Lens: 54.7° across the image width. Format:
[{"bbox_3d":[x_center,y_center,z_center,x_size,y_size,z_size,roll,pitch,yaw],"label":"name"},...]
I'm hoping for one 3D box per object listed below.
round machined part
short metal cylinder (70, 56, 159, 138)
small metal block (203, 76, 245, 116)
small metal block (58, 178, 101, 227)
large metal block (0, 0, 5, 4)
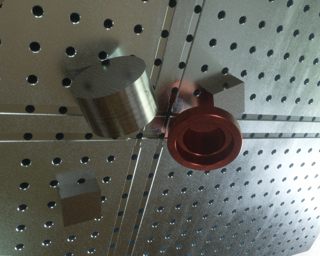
[{"bbox_3d":[0.060,0.009,0.423,0.099,0.042,0.097,2,128,3],"label":"round machined part"},{"bbox_3d":[-0.047,-0.035,0.330,0.080,0.080,0.050,-27,128,-12],"label":"short metal cylinder"},{"bbox_3d":[0.092,-0.039,0.439,0.050,0.025,0.050,-23,127,-15],"label":"small metal block"},{"bbox_3d":[-0.107,0.100,0.416,0.050,0.025,0.050,-9,123,-24],"label":"small metal block"},{"bbox_3d":[-0.133,-0.150,0.230,0.080,0.050,0.080,-45,130,3],"label":"large metal block"}]
